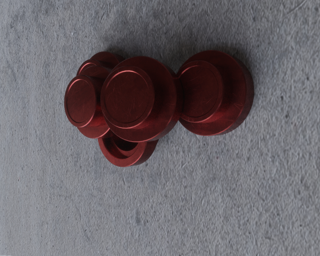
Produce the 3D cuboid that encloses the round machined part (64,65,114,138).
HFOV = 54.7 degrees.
[{"bbox_3d":[-0.090,-0.035,0.412,0.098,0.042,0.097,0,90,39],"label":"round machined part"}]

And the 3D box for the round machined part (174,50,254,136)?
[{"bbox_3d":[0.051,-0.040,0.351,0.098,0.042,0.097,0,90,39],"label":"round machined part"}]

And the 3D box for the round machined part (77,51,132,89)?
[{"bbox_3d":[-0.090,-0.067,0.467,0.098,0.042,0.097,0,90,39],"label":"round machined part"}]

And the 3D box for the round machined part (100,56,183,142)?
[{"bbox_3d":[-0.027,-0.033,0.348,0.098,0.042,0.097,-1,88,26],"label":"round machined part"}]

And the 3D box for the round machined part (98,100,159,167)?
[{"bbox_3d":[-0.039,0.003,0.425,0.098,0.042,0.097,0,90,39],"label":"round machined part"}]
